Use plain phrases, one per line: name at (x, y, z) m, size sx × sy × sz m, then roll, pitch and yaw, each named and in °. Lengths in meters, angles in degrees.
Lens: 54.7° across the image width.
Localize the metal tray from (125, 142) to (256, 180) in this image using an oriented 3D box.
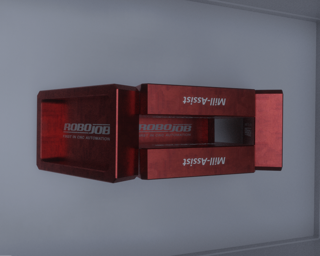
metal tray at (0.029, 0.034, 0.353) m, size 0.131 × 0.090 × 0.030 m, roll 0°, pitch 90°, yaw -21°

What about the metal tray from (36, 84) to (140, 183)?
metal tray at (-0.080, 0.004, 0.325) m, size 0.030 × 0.130 × 0.089 m, roll 0°, pitch 91°, yaw -52°

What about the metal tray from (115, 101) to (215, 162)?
metal tray at (0.008, 0.003, 0.409) m, size 0.131 × 0.030 × 0.089 m, roll 0°, pitch 90°, yaw -21°

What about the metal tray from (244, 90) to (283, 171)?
metal tray at (0.129, 0.002, 0.402) m, size 0.030 × 0.130 × 0.089 m, roll 1°, pitch 91°, yaw 10°

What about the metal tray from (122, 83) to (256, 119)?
metal tray at (0.030, -0.027, 0.352) m, size 0.131 × 0.090 × 0.030 m, roll 0°, pitch 90°, yaw -20°
